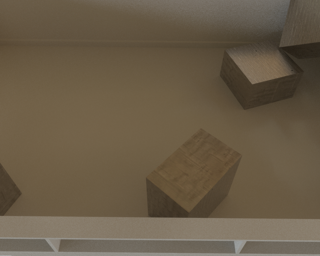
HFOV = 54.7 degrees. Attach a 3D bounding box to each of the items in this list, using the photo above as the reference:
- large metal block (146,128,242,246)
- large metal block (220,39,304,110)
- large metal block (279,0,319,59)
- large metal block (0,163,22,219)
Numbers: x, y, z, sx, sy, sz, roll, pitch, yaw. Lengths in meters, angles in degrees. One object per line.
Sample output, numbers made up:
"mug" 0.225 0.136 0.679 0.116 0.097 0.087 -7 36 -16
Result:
"large metal block" 0.033 0.061 0.319 0.050 0.080 0.080 36 58 26
"large metal block" 0.146 -0.080 0.458 0.081 0.050 0.080 -15 52 -12
"large metal block" 0.227 -0.147 0.437 0.050 0.080 0.080 16 -3 -33
"large metal block" -0.206 0.054 0.321 0.080 0.080 0.050 19 53 15
